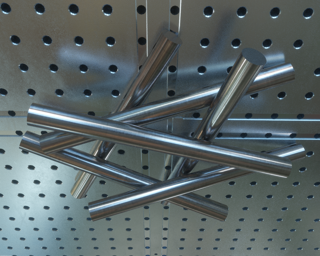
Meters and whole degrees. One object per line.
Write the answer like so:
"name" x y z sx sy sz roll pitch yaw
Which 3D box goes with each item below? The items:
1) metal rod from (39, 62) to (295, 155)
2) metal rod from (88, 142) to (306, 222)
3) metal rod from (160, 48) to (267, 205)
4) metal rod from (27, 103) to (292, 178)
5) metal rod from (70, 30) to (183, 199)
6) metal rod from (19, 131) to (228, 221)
"metal rod" 0.006 -0.022 0.365 0.301 0.025 0.025 -16 129 3
"metal rod" 0.055 0.071 0.422 0.302 0.025 0.025 -15 130 -8
"metal rod" 0.048 0.025 0.399 0.025 0.025 0.298 12 139 -10
"metal rod" 0.008 0.017 0.354 0.302 0.025 0.025 12 129 -9
"metal rod" -0.059 0.003 0.413 0.025 0.025 0.298 23 126 -18
"metal rod" -0.040 0.071 0.432 0.301 0.025 0.025 23 127 -13
